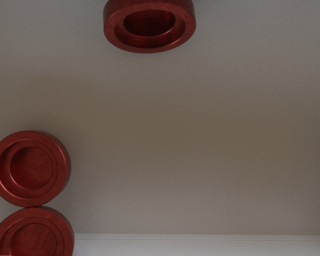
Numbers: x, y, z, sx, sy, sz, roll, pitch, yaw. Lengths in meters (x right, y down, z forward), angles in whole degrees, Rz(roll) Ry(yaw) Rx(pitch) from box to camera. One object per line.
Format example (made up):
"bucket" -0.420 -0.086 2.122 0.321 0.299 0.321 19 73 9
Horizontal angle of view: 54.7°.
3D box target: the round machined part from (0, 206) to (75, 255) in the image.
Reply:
"round machined part" -0.161 0.150 0.400 0.099 0.042 0.097 1 84 -11

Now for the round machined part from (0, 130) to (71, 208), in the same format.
"round machined part" -0.166 0.051 0.410 0.099 0.042 0.097 0 92 1

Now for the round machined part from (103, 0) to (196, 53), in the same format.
"round machined part" -0.012 -0.123 0.337 0.099 0.098 0.042 -5 76 2
